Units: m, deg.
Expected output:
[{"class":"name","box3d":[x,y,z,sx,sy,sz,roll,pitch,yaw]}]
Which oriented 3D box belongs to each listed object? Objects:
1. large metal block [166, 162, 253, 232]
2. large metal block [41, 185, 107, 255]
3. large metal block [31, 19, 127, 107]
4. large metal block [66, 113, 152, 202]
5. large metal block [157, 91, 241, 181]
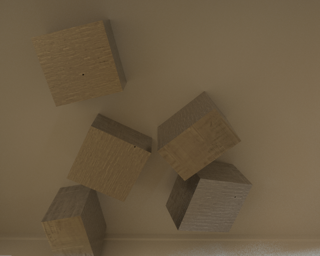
[{"class":"large metal block","box3d":[0.064,0.092,0.421,0.081,0.050,0.079,11,111,-24]},{"class":"large metal block","box3d":[-0.114,0.134,0.430,0.050,0.080,0.079,-10,110,3]},{"class":"large metal block","box3d":[-0.091,-0.078,0.368,0.080,0.050,0.079,-13,110,4]},{"class":"large metal block","box3d":[-0.065,0.039,0.411,0.080,0.050,0.080,25,108,-10]},{"class":"large metal block","box3d":[0.044,0.007,0.385,0.080,0.080,0.050,-38,106,12]}]
